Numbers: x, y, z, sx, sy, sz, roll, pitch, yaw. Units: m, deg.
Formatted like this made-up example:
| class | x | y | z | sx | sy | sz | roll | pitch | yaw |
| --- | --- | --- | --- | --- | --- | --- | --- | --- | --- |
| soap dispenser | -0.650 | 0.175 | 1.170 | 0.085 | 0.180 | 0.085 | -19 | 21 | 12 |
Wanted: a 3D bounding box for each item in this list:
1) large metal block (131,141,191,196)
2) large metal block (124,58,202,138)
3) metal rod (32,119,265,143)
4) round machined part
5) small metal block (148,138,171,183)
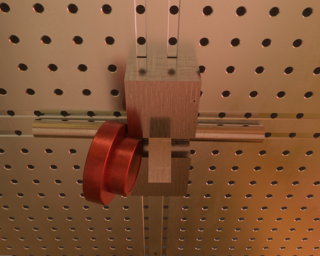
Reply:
| class | x | y | z | sx | sy | sz | roll | pitch | yaw |
| --- | --- | --- | --- | --- | --- | --- | --- | --- | --- |
| large metal block | -0.001 | 0.052 | 0.440 | 0.081 | 0.050 | 0.079 | 1 | 130 | -1 |
| large metal block | 0.003 | -0.035 | 0.366 | 0.081 | 0.050 | 0.079 | 0 | 130 | -1 |
| metal rod | -0.013 | 0.004 | 0.415 | 0.302 | 0.025 | 0.025 | 1 | 130 | -2 |
| round machined part | -0.049 | 0.042 | 0.361 | 0.042 | 0.098 | 0.097 | 13 | 131 | 8 |
| small metal block | 0.000 | 0.037 | 0.369 | 0.025 | 0.050 | 0.050 | 1 | 86 | -1 |
